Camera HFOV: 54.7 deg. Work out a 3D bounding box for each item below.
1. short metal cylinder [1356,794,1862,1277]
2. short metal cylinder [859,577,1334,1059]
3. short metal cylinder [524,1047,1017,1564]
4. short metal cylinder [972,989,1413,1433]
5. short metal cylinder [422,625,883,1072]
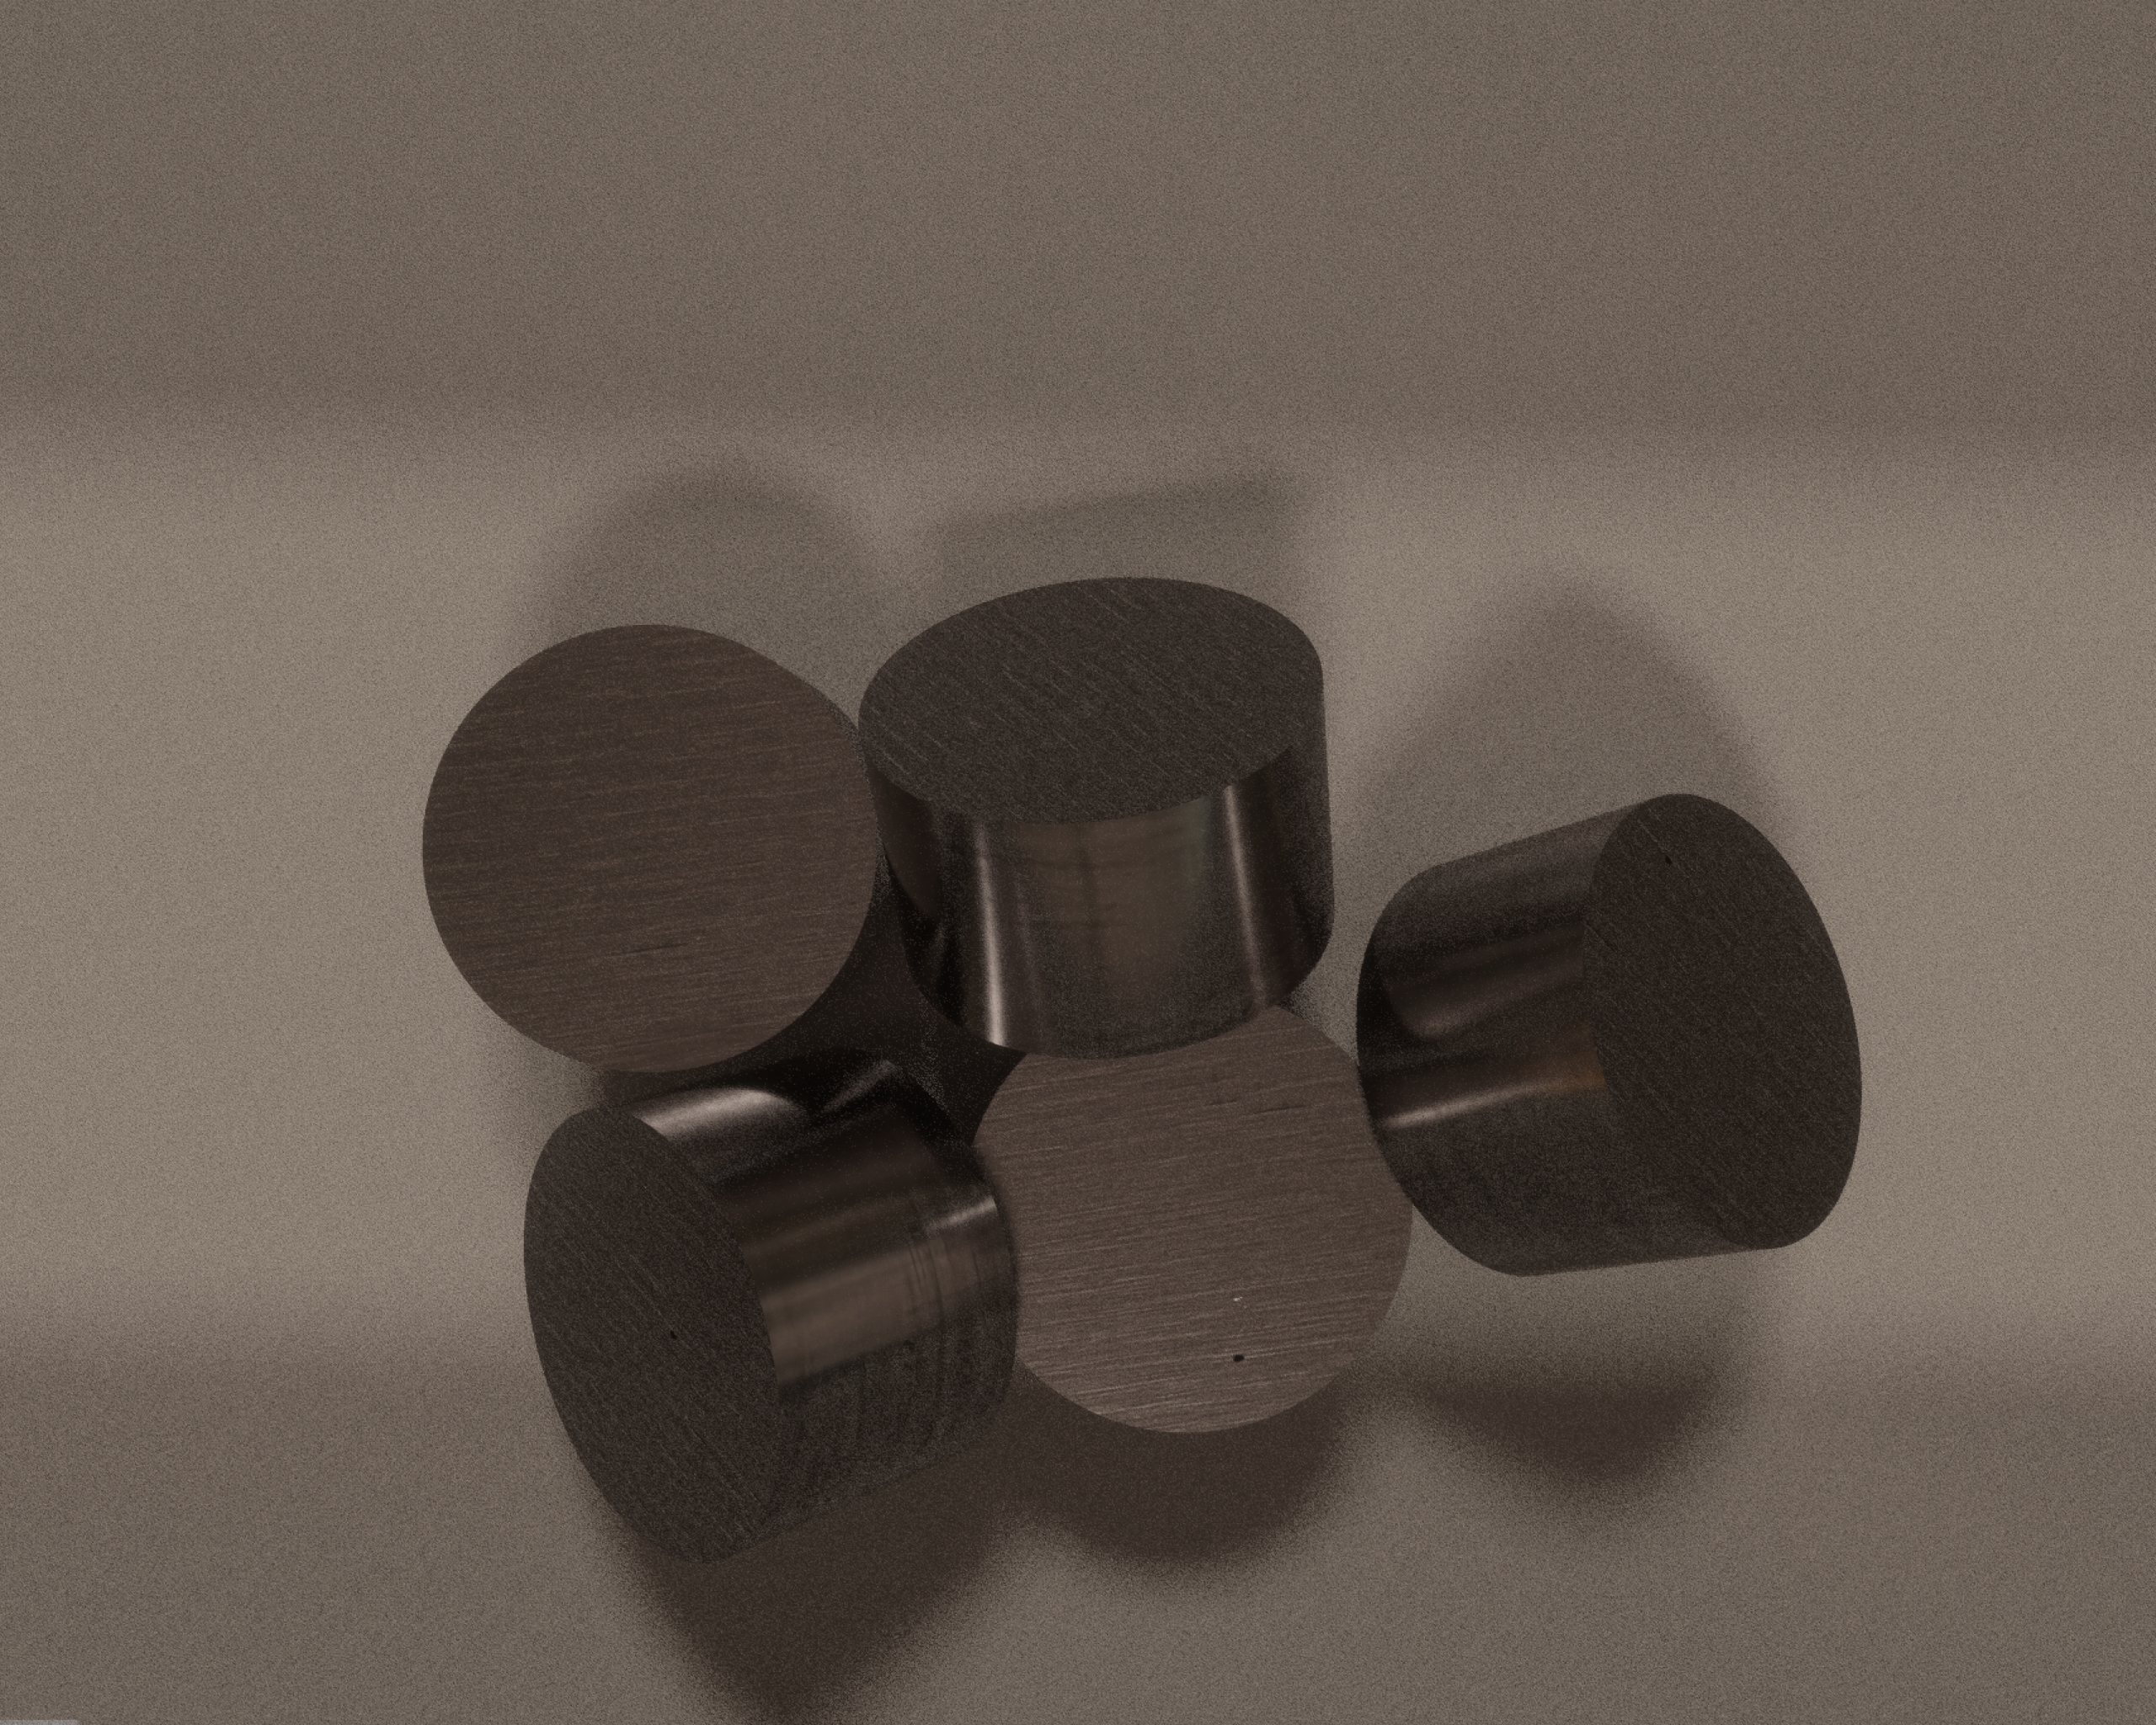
[{"bbox_3d":[0.097,0.032,0.378,0.081,0.050,0.080,14,67,-37],"label":"short metal cylinder"},{"bbox_3d":[0.005,-0.010,0.375,0.081,0.080,0.050,-8,126,-1],"label":"short metal cylinder"},{"bbox_3d":[-0.057,0.077,0.375,0.050,0.080,0.080,-11,90,-43],"label":"short metal cylinder"},{"bbox_3d":[0.020,0.062,0.398,0.081,0.050,0.079,0,90,-1],"label":"short metal cylinder"},{"bbox_3d":[-0.076,-0.003,0.395,0.081,0.050,0.079,0,90,-1],"label":"short metal cylinder"}]
